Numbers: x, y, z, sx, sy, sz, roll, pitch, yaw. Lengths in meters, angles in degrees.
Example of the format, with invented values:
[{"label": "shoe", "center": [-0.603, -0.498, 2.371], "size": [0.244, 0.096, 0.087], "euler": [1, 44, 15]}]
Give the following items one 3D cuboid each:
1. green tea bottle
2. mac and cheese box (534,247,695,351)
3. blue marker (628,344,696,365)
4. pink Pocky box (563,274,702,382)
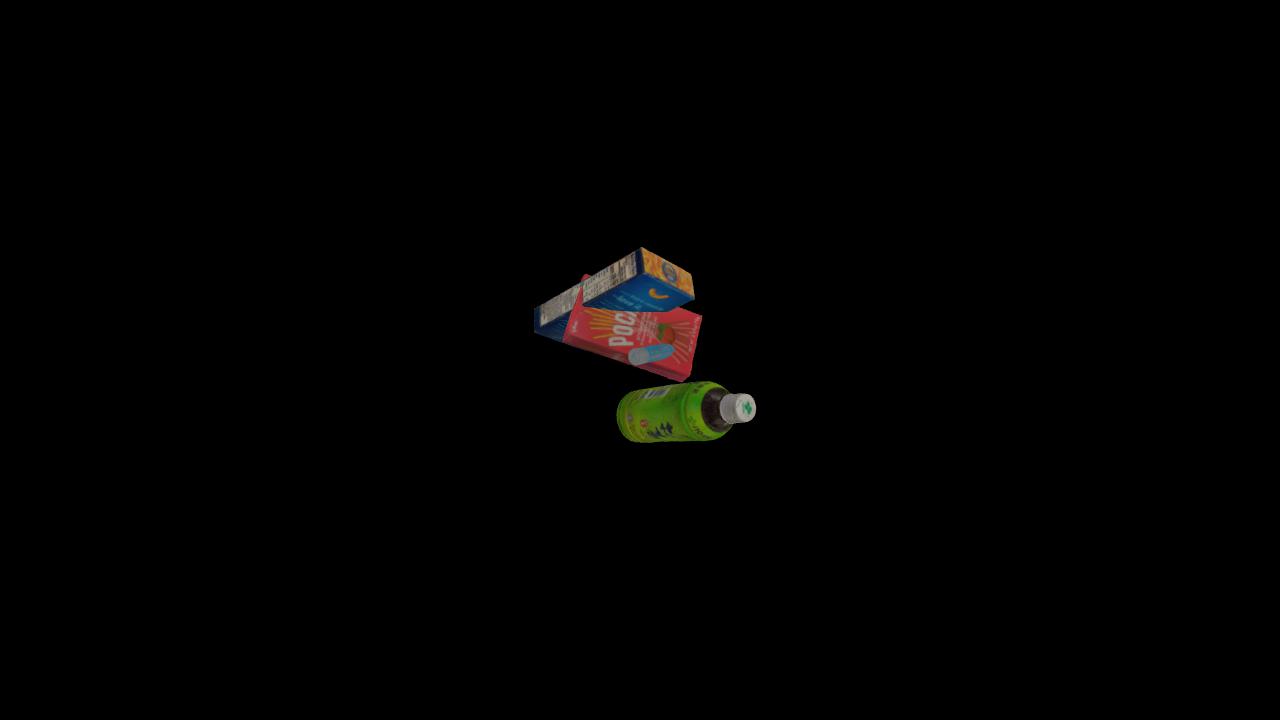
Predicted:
[{"label": "green tea bottle", "center": [0.052, 0.062, 0.731], "size": [0.073, 0.073, 0.212], "euler": [0, -8, -32]}, {"label": "mac and cheese box", "center": [-0.035, -0.067, 0.740], "size": [0.184, 0.041, 0.093], "euler": [-23, -30, 35]}, {"label": "blue marker", "center": [0.029, -0.011, 0.720], "size": [0.020, 0.020, 0.121], "euler": [0, 7, 36]}, {"label": "pink Pocky box", "center": [-0.007, -0.037, 0.730], "size": [0.155, 0.084, 0.029], "euler": [19, -24, -10]}]
